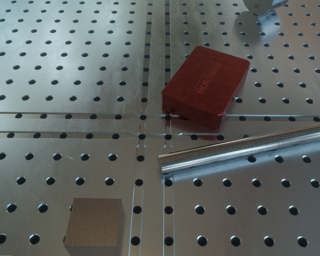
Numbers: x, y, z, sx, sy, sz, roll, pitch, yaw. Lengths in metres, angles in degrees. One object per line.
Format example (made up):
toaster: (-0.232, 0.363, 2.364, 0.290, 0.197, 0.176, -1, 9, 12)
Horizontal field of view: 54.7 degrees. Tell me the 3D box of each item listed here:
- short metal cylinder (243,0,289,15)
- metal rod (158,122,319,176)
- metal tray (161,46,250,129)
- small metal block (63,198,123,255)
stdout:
short metal cylinder: (0.206, -0.267, 0.599, 0.050, 0.080, 0.080, -28, 56, -21)
metal rod: (0.146, 0.017, 0.395, 0.302, 0.025, 0.025, -11, 51, -10)
metal tray: (0.069, -0.065, 0.460, 0.090, 0.030, 0.130, 22, 53, 17)
small metal block: (-0.067, 0.102, 0.321, 0.050, 0.025, 0.050, 1, 50, 0)
